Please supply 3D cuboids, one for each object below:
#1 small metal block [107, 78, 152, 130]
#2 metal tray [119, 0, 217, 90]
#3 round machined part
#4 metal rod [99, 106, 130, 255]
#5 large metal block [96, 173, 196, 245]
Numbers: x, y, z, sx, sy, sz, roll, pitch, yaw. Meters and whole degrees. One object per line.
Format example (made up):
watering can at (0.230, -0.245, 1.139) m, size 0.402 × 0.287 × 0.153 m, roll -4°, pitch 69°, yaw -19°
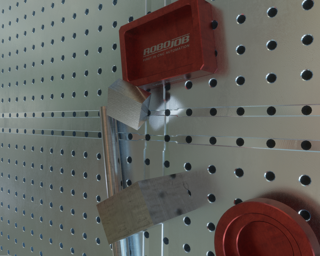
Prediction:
small metal block at (-0.043, -0.032, 0.419) m, size 0.050 × 0.025 × 0.050 m, roll 26°, pitch 137°, yaw 12°
metal tray at (0.005, -0.103, 0.400) m, size 0.130 × 0.030 × 0.089 m, roll -8°, pitch 85°, yaw 39°
round machined part at (0.108, 0.119, 0.309) m, size 0.098 × 0.042 × 0.097 m, roll 0°, pitch 90°, yaw 39°
metal rod at (-0.064, 0.116, 0.459) m, size 0.025 × 0.025 × 0.298 m, roll -10°, pitch 83°, yaw 39°
large metal block at (-0.017, 0.099, 0.386) m, size 0.080 × 0.081 × 0.050 m, roll -35°, pitch 69°, yaw 34°
